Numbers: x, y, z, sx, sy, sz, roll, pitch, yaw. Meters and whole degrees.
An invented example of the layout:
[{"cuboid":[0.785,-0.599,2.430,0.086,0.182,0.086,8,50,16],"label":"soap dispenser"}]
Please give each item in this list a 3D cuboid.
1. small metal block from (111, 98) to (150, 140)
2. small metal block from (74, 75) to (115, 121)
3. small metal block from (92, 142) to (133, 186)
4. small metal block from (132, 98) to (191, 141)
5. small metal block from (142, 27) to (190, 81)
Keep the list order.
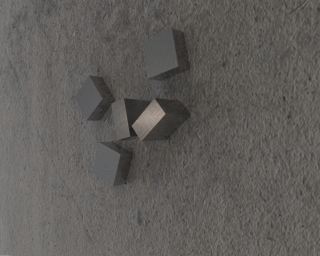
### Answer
[{"cuboid":[-0.035,-0.011,0.417,0.025,0.050,0.050,-17,80,39],"label":"small metal block"},{"cuboid":[-0.104,-0.047,0.491,0.050,0.025,0.050,-47,62,30],"label":"small metal block"},{"cuboid":[-0.071,0.052,0.464,0.050,0.025,0.050,24,105,37],"label":"small metal block"},{"cuboid":[0.002,-0.009,0.387,0.050,0.050,0.025,-48,62,29],"label":"small metal block"},{"cuboid":[0.007,-0.093,0.399,0.050,0.025,0.050,-15,81,39],"label":"small metal block"}]
